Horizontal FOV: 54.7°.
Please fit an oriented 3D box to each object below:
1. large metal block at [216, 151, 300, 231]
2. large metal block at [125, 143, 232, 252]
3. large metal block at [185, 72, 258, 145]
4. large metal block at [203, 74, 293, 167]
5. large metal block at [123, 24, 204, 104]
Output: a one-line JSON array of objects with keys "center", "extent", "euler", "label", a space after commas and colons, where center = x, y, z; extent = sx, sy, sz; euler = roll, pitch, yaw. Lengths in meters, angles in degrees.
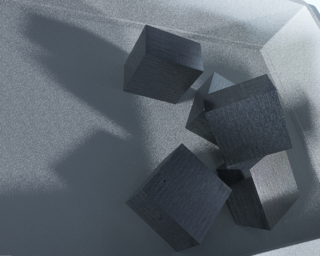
[{"center": [0.128, 0.071, 0.399], "extent": [0.081, 0.050, 0.080], "euler": [-28, 102, -37], "label": "large metal block"}, {"center": [0.023, 0.079, 0.355], "extent": [0.080, 0.050, 0.080], "euler": [43, 51, 1], "label": "large metal block"}, {"center": [0.092, -0.022, 0.455], "extent": [0.080, 0.050, 0.080], "euler": [29, 52, -10], "label": "large metal block"}, {"center": [0.106, -0.009, 0.379], "extent": [0.050, 0.080, 0.080], "euler": [-80, 148, -60], "label": "large metal block"}, {"center": [0.002, -0.083, 0.424], "extent": [0.081, 0.080, 0.050], "euler": [12, 57, -22], "label": "large metal block"}]
